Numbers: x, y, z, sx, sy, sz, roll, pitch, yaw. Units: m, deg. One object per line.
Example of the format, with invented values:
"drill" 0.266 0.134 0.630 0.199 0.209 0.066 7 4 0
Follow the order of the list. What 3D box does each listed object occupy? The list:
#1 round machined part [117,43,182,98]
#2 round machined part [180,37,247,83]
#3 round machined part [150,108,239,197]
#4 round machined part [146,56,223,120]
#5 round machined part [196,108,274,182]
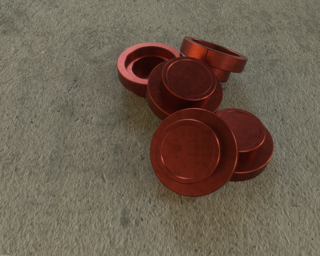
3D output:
"round machined part" -0.013 -0.082 0.462 0.099 0.042 0.098 0 50 0
"round machined part" 0.075 -0.100 0.460 0.099 0.042 0.098 16 23 -7
"round machined part" 0.035 0.026 0.339 0.098 0.042 0.097 -2 83 19
"round machined part" 0.033 -0.052 0.395 0.099 0.042 0.098 4 60 -7
"round machined part" 0.091 0.013 0.383 0.099 0.042 0.098 0 50 0
